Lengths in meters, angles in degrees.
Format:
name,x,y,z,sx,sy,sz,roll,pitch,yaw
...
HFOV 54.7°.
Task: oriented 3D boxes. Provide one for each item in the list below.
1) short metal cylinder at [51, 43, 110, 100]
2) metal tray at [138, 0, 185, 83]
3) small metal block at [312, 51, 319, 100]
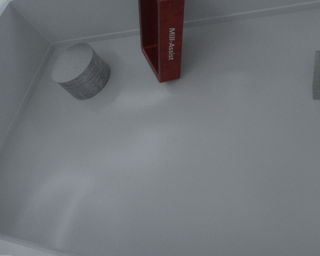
name,x,y,z,sx,sy,sz,roll,pitch,yaw
short metal cylinder,-0.131,-0.093,0.513,0.080,0.050,0.080,-13,56,20
metal tray,-0.001,-0.138,0.422,0.030,0.129,0.090,-16,51,-13
small metal block,0.197,-0.059,0.339,0.050,0.025,0.050,3,63,29
